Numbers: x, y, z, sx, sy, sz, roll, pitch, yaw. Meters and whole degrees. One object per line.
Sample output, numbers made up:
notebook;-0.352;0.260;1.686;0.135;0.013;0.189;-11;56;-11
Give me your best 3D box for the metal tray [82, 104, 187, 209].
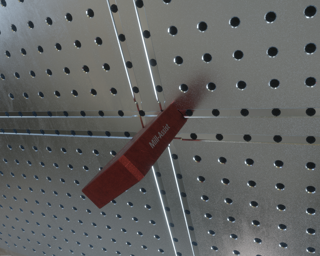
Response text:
metal tray;-0.027;0.030;0.375;0.030;0.131;0.090;47;129;-4
